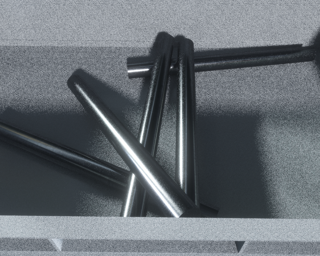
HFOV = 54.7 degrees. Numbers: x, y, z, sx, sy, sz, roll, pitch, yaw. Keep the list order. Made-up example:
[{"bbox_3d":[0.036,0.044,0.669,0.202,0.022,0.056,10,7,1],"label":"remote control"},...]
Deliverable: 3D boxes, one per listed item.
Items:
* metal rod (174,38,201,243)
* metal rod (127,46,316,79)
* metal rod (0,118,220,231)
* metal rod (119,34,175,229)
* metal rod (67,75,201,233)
[{"bbox_3d":[0.033,-0.013,0.382,0.025,0.025,0.300,2,50,2],"label":"metal rod"},{"bbox_3d":[0.100,-0.105,0.494,0.302,0.025,0.025,-6,50,-6],"label":"metal rod"},{"bbox_3d":[-0.078,0.047,0.364,0.301,0.025,0.025,20,53,15],"label":"metal rod"},{"bbox_3d":[-0.008,-0.023,0.390,0.025,0.025,0.300,6,50,5],"label":"metal rod"},{"bbox_3d":[-0.052,0.002,0.353,0.025,0.025,0.300,-25,39,-19],"label":"metal rod"}]
